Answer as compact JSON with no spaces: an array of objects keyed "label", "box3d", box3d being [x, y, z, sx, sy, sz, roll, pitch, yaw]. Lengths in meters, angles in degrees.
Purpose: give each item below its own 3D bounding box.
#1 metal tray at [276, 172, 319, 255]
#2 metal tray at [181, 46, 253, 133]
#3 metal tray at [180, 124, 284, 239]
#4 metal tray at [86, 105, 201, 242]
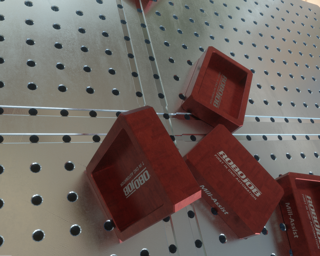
[{"label":"metal tray","box3d":[0.222,0.132,0.442,0.091,0.030,0.130,10,58,-23]},{"label":"metal tray","box3d":[0.095,-0.062,0.493,0.090,0.030,0.130,30,52,-9]},{"label":"metal tray","box3d":[0.096,0.068,0.415,0.130,0.030,0.091,48,51,5]},{"label":"metal tray","box3d":[-0.025,0.050,0.297,0.030,0.129,0.090,-20,72,-35]}]
